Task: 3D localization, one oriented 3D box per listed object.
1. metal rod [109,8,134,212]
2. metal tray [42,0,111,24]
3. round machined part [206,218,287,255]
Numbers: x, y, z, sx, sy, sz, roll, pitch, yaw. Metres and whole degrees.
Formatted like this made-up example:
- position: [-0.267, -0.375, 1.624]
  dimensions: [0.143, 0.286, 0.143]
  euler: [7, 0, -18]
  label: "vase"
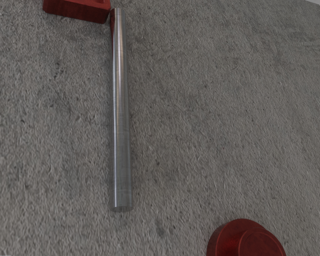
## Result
- position: [-0.053, -0.044, 0.401]
  dimensions: [0.025, 0.025, 0.299]
  euler: [9, 58, -24]
  label: "metal rod"
- position: [-0.128, -0.222, 0.466]
  dimensions: [0.091, 0.030, 0.130]
  euler: [3, 60, -27]
  label: "metal tray"
- position: [0.107, 0.153, 0.356]
  dimensions: [0.099, 0.042, 0.098]
  euler: [14, 56, -21]
  label: "round machined part"
